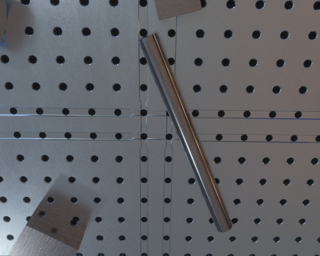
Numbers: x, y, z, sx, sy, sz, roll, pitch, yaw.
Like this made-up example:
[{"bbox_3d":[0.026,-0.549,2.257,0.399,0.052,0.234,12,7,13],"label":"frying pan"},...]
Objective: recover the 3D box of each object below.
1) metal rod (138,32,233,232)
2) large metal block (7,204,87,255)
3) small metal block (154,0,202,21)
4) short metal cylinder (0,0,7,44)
[{"bbox_3d":[0.041,0.019,0.420,0.025,0.025,0.299,-21,109,7],"label":"metal rod"},{"bbox_3d":[-0.170,0.175,0.463,0.080,0.050,0.080,31,107,-11],"label":"large metal block"},{"bbox_3d":[0.017,-0.155,0.356,0.050,0.025,0.050,-13,110,4],"label":"small metal block"},{"bbox_3d":[-0.212,-0.120,0.338,0.050,0.080,0.079,17,109,-6],"label":"short metal cylinder"}]
